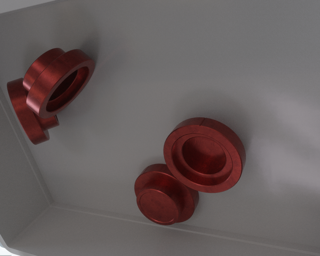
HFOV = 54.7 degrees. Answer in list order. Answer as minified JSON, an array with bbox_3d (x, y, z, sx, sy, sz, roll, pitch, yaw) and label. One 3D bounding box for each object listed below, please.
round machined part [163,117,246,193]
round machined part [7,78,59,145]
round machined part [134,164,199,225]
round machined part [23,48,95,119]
[{"bbox_3d":[0.057,0.029,0.386,0.098,0.042,0.097,13,124,21],"label":"round machined part"},{"bbox_3d":[-0.181,-0.028,0.454,0.098,0.042,0.098,89,155,-57],"label":"round machined part"},{"bbox_3d":[0.004,0.105,0.460,0.098,0.042,0.097,13,124,21],"label":"round machined part"},{"bbox_3d":[-0.132,-0.062,0.393,0.042,0.098,0.097,41,129,0],"label":"round machined part"}]
